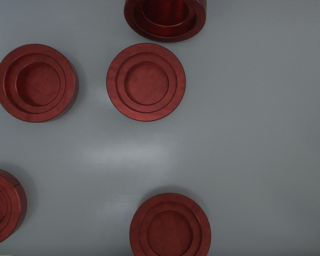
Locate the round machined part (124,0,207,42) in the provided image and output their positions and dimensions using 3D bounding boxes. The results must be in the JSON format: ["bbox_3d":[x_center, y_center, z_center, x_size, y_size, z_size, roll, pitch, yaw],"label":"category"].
[{"bbox_3d":[0.008,-0.151,0.378,0.099,0.098,0.042,6,70,0],"label":"round machined part"}]

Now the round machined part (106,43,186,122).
[{"bbox_3d":[-0.017,-0.057,0.403,0.099,0.042,0.097,0,90,0],"label":"round machined part"}]

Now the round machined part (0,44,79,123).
[{"bbox_3d":[-0.154,-0.055,0.402,0.099,0.042,0.097,0,90,0],"label":"round machined part"}]

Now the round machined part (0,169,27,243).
[{"bbox_3d":[-0.221,0.099,0.401,0.099,0.042,0.097,0,90,0],"label":"round machined part"}]

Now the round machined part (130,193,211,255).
[{"bbox_3d":[0.012,0.135,0.391,0.099,0.042,0.098,0,64,0],"label":"round machined part"}]
